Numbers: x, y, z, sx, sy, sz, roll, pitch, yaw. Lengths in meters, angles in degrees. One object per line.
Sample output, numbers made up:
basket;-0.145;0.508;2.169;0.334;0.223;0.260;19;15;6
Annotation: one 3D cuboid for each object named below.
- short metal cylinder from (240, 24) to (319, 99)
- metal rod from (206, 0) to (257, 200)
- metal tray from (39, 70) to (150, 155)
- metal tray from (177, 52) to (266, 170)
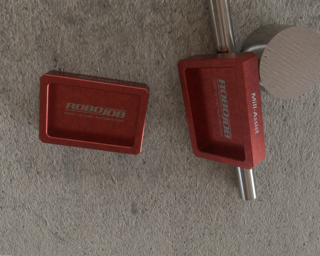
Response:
short metal cylinder;0.141;-0.079;0.361;0.081;0.050;0.079;-5;111;-12
metal rod;0.093;-0.039;0.396;0.025;0.025;0.298;-13;110;4
metal tray;-0.084;-0.019;0.398;0.131;0.030;0.089;8;110;-4
metal tray;0.073;-0.021;0.370;0.030;0.090;0.129;-28;116;-38
